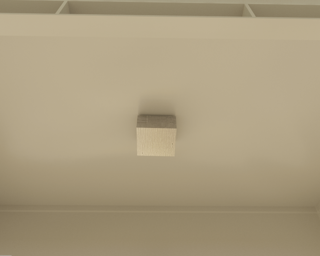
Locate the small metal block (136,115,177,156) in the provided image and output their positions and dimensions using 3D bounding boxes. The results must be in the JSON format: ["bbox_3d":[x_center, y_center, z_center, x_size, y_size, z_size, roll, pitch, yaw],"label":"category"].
[{"bbox_3d":[-0.005,0.011,0.413,0.050,0.025,0.050,1,130,-1],"label":"small metal block"}]
